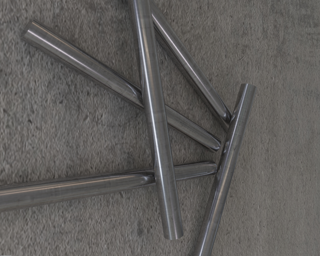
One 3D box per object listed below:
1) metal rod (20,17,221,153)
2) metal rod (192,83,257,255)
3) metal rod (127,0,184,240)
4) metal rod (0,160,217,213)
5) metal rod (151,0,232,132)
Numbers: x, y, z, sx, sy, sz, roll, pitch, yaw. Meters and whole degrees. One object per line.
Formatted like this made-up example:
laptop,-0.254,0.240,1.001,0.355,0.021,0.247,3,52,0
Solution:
metal rod,-0.022,-0.035,0.385,0.301,0.025,0.025,30,71,-36
metal rod,0.094,0.078,0.462,0.025,0.025,0.299,21,83,-38
metal rod,-0.005,-0.014,0.366,0.025,0.025,0.298,-14,99,-39
metal rod,-0.040,0.062,0.371,0.302,0.025,0.025,-1,91,-40
metal rod,0.041,-0.086,0.438,0.300,0.025,0.025,48,62,-29
